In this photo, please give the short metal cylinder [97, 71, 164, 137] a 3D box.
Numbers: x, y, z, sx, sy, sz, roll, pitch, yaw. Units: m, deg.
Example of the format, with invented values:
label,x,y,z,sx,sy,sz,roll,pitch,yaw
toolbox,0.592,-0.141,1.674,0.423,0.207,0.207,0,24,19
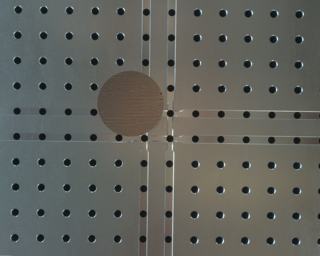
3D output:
label,x,y,z,sx,sy,sz,roll,pitch,yaw
short metal cylinder,-0.036,-0.030,0.401,0.080,0.050,0.080,0,90,0
